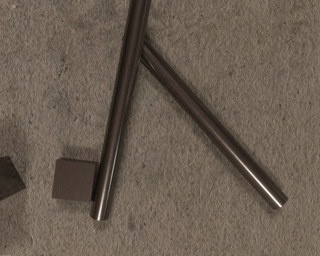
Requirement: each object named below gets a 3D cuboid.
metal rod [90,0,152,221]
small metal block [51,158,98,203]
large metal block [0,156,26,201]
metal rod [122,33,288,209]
[{"bbox_3d":[-0.050,-0.028,0.393,0.025,0.025,0.298,12,96,-1],"label":"metal rod"},{"bbox_3d":[-0.111,0.068,0.409,0.050,0.025,0.050,7,90,-1],"label":"small metal block"},{"bbox_3d":[-0.228,0.078,0.380,0.080,0.080,0.050,-28,90,0],"label":"large metal block"},{"bbox_3d":[0.059,-0.012,0.410,0.025,0.025,0.300,-42,91,0],"label":"metal rod"}]
